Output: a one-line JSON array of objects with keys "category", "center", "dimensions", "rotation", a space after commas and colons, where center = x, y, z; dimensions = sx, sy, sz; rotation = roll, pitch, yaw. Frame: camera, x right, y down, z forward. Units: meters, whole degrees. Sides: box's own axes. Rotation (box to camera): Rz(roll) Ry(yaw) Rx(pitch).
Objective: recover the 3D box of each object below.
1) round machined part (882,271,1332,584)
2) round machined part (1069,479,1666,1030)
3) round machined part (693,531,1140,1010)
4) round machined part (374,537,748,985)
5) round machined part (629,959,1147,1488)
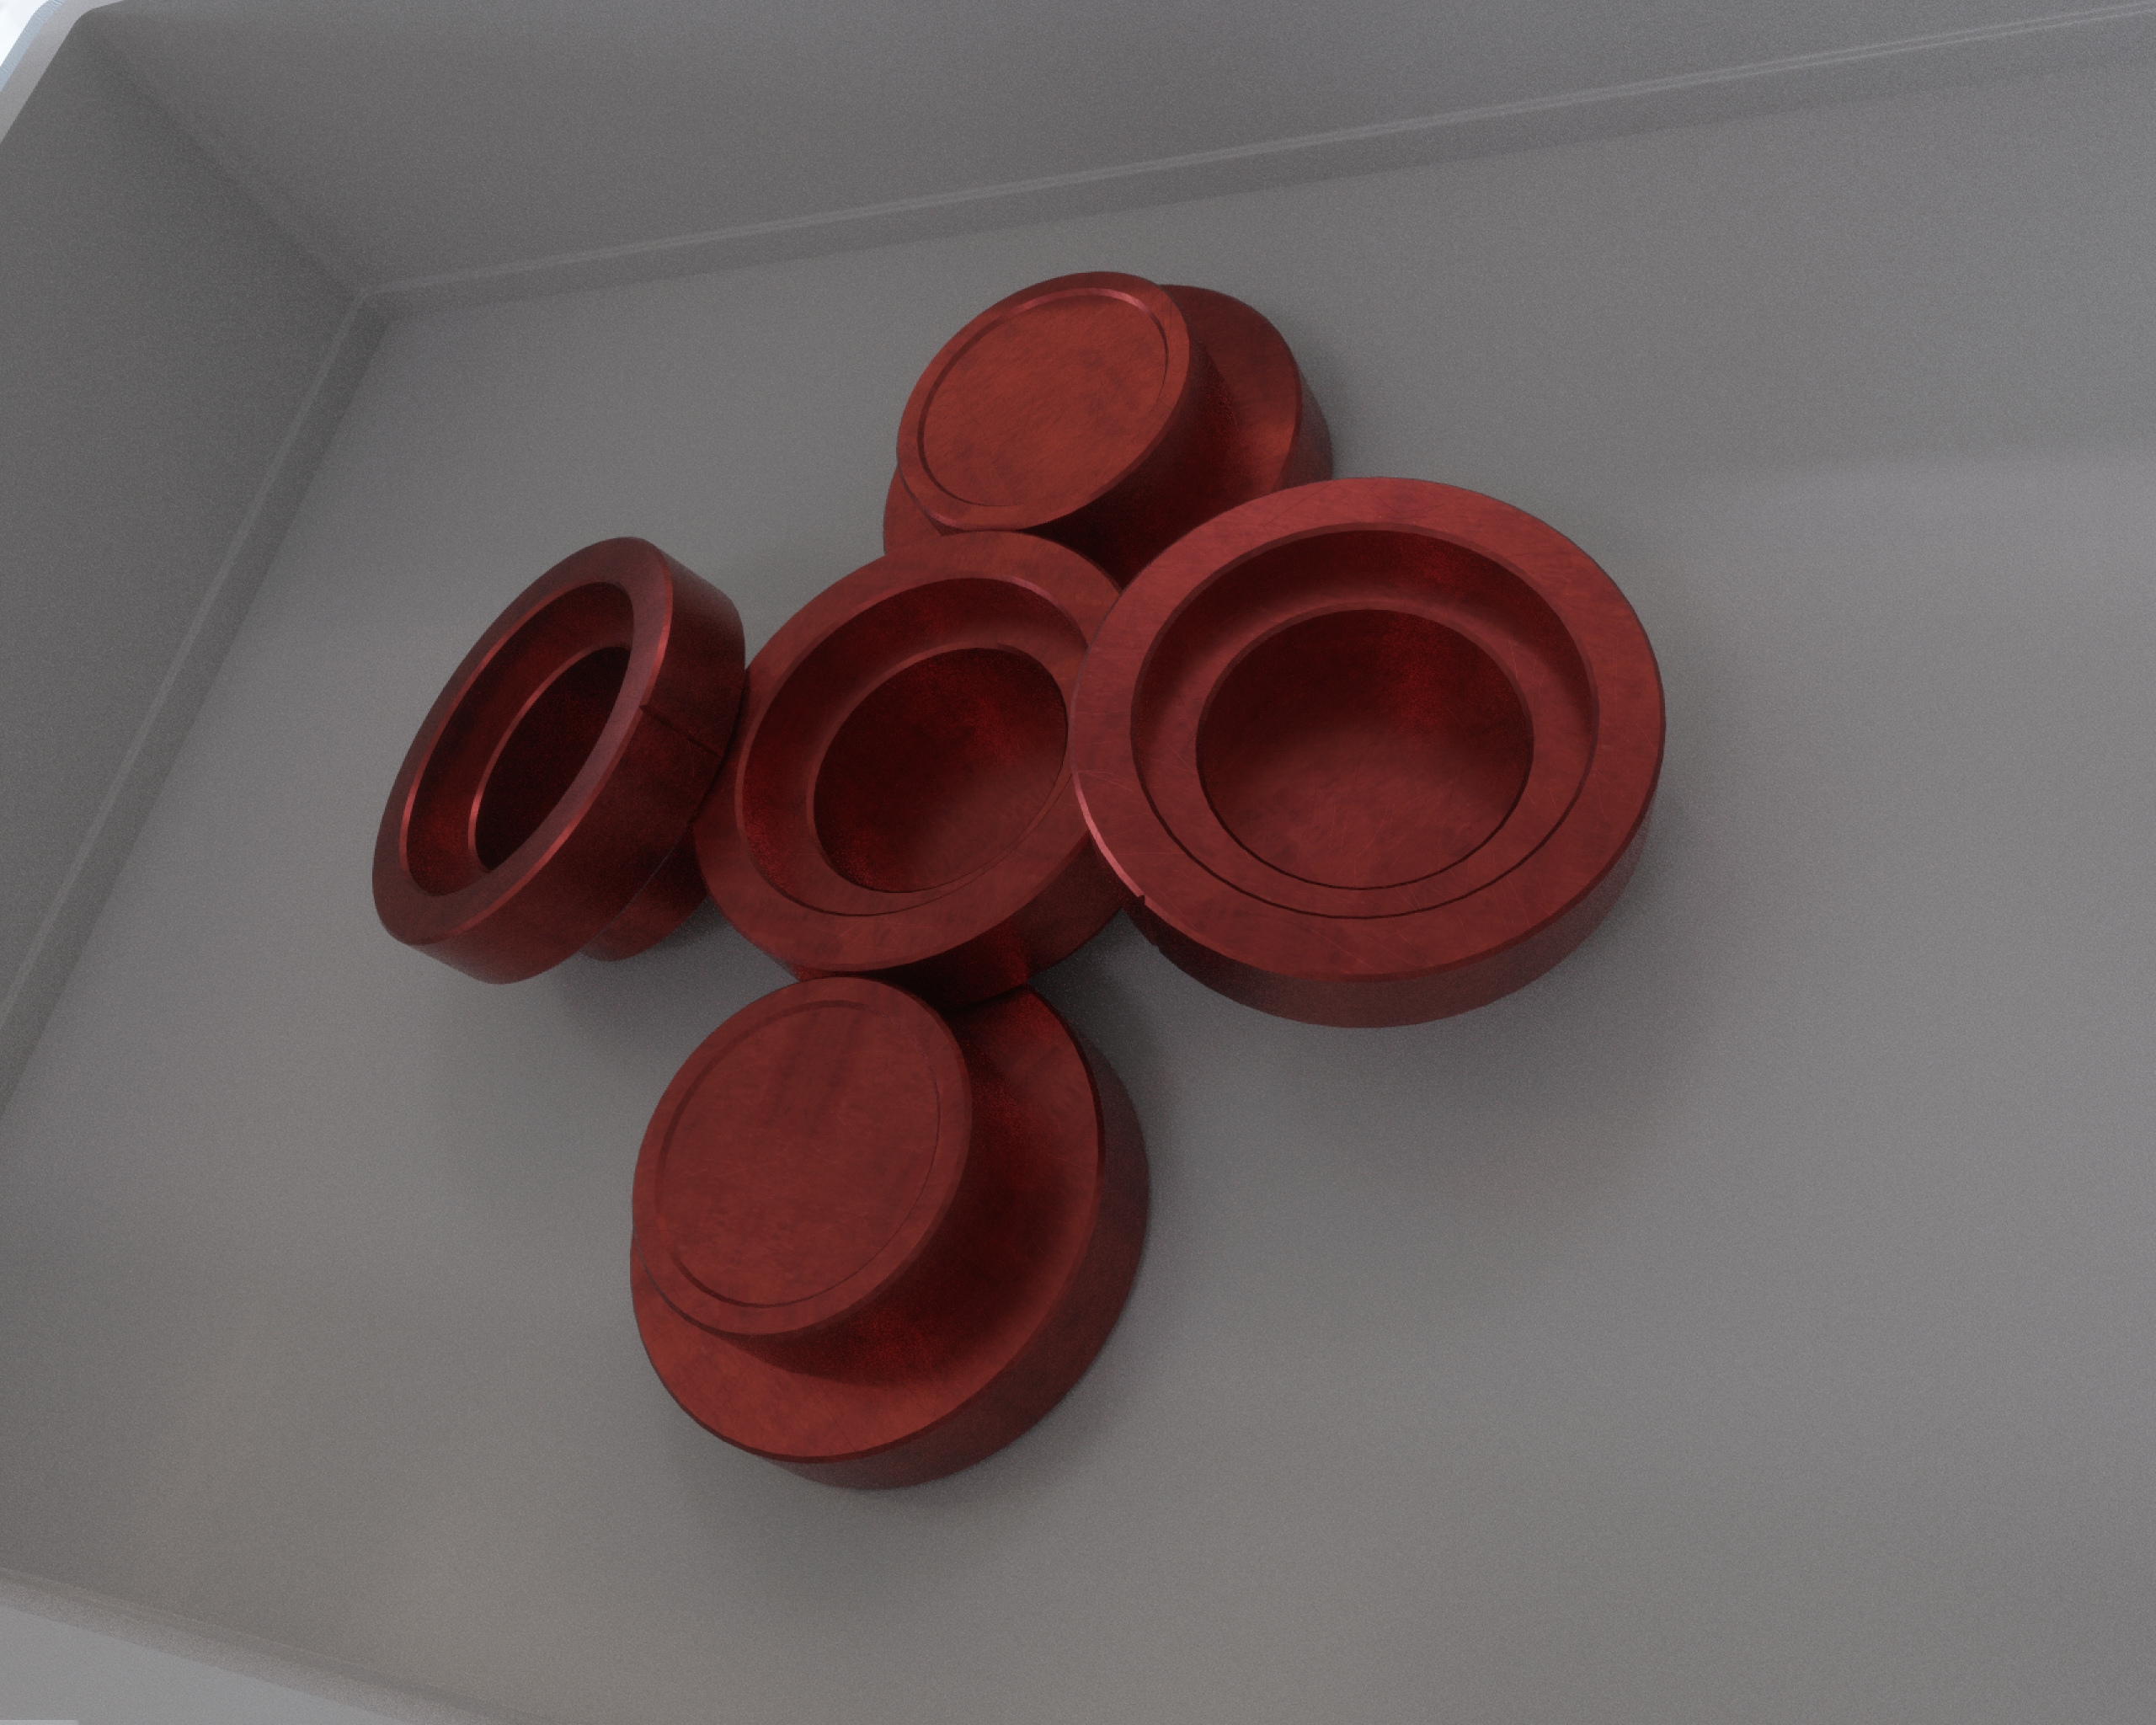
[{"category": "round machined part", "center": [0.001, -0.087, 0.445], "dimensions": [0.098, 0.042, 0.098], "rotation": [-13, 56, 21]}, {"category": "round machined part", "center": [0.050, -0.016, 0.365], "dimensions": [0.098, 0.042, 0.098], "rotation": [-4, 63, 8]}, {"category": "round machined part", "center": [-0.023, -0.014, 0.413], "dimensions": [0.098, 0.042, 0.098], "rotation": [-13, 56, 21]}, {"category": "round machined part", "center": [-0.103, -0.018, 0.448], "dimensions": [0.098, 0.042, 0.098], "rotation": [-28, 45, 32]}, {"category": "round machined part", "center": [-0.041, 0.059, 0.378], "dimensions": [0.098, 0.042, 0.098], "rotation": [-13, 56, 21]}]
